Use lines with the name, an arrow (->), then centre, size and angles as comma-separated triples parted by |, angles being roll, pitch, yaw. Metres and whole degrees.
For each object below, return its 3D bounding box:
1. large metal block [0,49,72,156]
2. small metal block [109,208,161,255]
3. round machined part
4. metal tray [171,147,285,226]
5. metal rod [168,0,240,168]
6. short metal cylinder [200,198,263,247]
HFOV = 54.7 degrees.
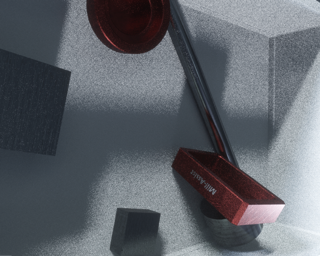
large metal block -> -0.135, -0.021, 0.278 | 0.081, 0.050, 0.080 | 14, 81, -39
small metal block -> -0.030, 0.128, 0.384 | 0.050, 0.025, 0.050 | 16, 80, -39
round machined part -> -0.039, -0.135, 0.356 | 0.099, 0.042, 0.097 | -11, 108, -36
metal tray -> 0.087, 0.074, 0.414 | 0.091, 0.130, 0.030 | 12, 109, -40
metal rod -> 0.065, -0.047, 0.463 | 0.025, 0.025, 0.299 | -39, 114, -33
short metal cylinder -> 0.107, 0.129, 0.464 | 0.081, 0.080, 0.050 | -36, 113, -35
